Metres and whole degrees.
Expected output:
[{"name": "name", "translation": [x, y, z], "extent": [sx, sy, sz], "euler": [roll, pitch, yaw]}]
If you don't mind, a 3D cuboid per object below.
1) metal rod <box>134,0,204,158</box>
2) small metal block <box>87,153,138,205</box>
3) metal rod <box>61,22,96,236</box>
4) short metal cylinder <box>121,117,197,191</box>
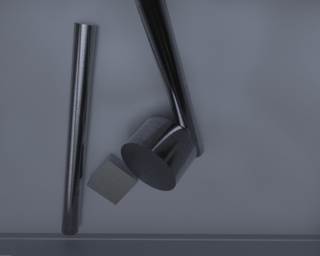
[{"name": "metal rod", "translation": [0.011, -0.061, 0.314], "extent": [0.025, 0.025, 0.299], "euler": [-16, 139, 6]}, {"name": "small metal block", "translation": [-0.066, 0.072, 0.437], "extent": [0.050, 0.025, 0.050], "euler": [38, 105, -13]}, {"name": "metal rod", "translation": [-0.112, 0.015, 0.415], "extent": [0.025, 0.025, 0.298], "euler": [8, 110, -4]}, {"name": "short metal cylinder", "translation": [-0.002, 0.033, 0.388], "extent": [0.080, 0.050, 0.080], "euler": [25, 143, 21]}]
